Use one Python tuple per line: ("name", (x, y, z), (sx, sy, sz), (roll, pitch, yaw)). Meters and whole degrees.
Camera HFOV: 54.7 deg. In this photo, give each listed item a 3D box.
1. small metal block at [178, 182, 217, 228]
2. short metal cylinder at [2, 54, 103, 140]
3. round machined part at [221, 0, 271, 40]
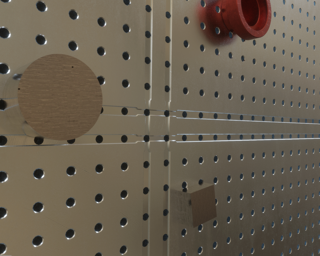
("small metal block", (0.056, 0.112, 0.456), (0.050, 0.025, 0.050), (-10, 96, -40))
("short metal cylinder", (-0.105, -0.028, 0.305), (0.081, 0.050, 0.080), (0, 90, -40))
("round machined part", (0.140, -0.195, 0.515), (0.099, 0.042, 0.097), (0, 90, -40))
